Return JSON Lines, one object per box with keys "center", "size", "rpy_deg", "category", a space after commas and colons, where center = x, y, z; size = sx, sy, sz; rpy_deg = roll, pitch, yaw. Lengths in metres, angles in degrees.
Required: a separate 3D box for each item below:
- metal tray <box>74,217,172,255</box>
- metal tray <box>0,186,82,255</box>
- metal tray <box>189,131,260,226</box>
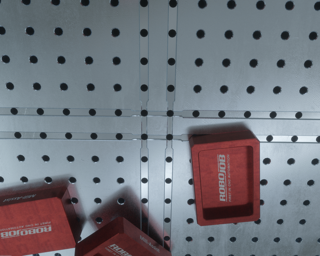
{"center": [-0.051, 0.196, 0.465], "size": [0.090, 0.030, 0.130], "rpy_deg": [-35, 121, 12], "category": "metal tray"}
{"center": [-0.194, 0.142, 0.462], "size": [0.131, 0.030, 0.090], "rpy_deg": [-10, 110, 3], "category": "metal tray"}
{"center": [0.092, 0.073, 0.437], "size": [0.090, 0.030, 0.129], "rpy_deg": [-6, 110, 2], "category": "metal tray"}
